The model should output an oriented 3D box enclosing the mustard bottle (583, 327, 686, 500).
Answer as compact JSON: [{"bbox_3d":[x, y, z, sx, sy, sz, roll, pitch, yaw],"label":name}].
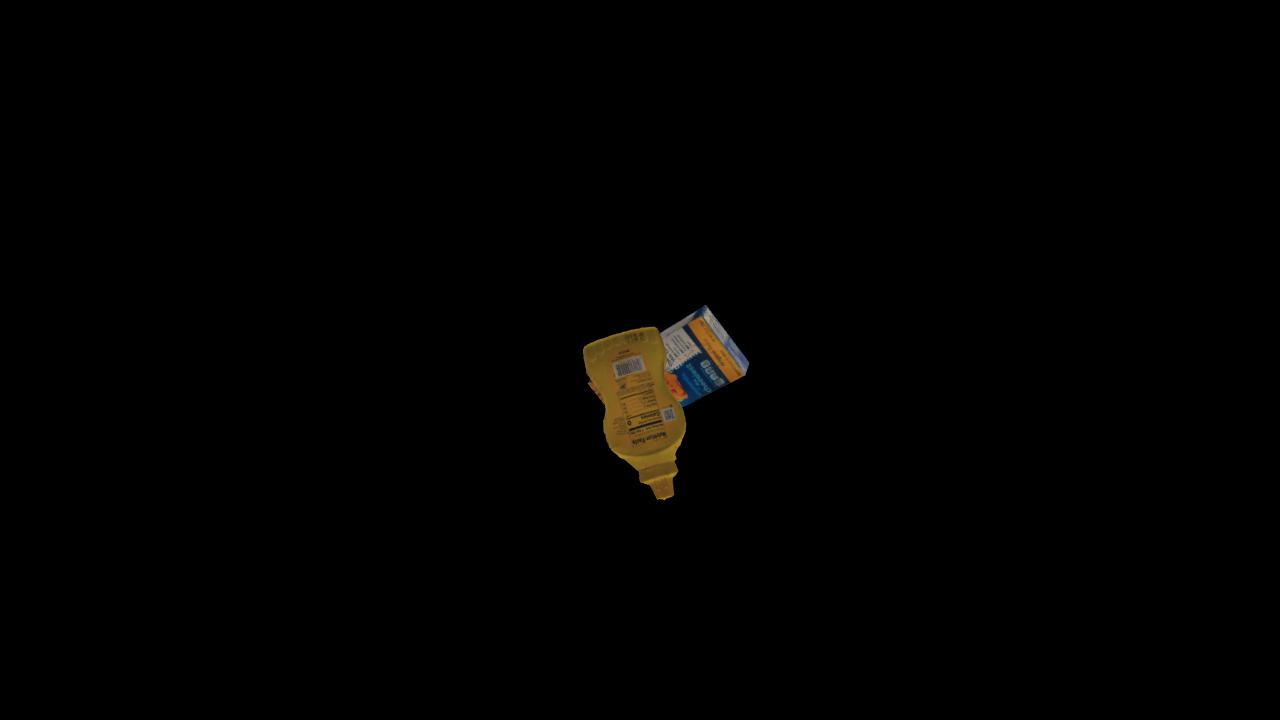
[{"bbox_3d":[0.002,0.061,0.667,0.092,0.184,0.054,-14,-14,-9],"label":"mustard bottle"}]

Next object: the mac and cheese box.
[{"bbox_3d":[0.032,0.017,0.764,0.184,0.093,0.041,-31,15,29],"label":"mac and cheese box"}]
